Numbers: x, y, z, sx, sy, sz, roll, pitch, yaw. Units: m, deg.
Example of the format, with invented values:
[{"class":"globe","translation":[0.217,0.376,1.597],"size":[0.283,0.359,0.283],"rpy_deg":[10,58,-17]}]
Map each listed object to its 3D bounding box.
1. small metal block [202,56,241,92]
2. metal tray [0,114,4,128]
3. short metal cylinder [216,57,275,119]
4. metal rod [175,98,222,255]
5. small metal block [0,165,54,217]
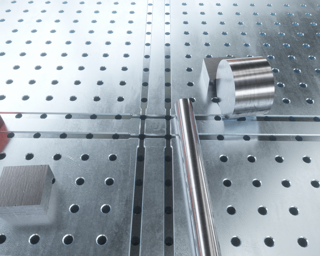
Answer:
[{"class":"small metal block","translation":[0.095,-0.084,0.480],"size":[0.050,0.025,0.050],"rpy_deg":[-4,50,-4]},{"class":"metal tray","translation":[-0.287,0.002,0.398],"size":[0.131,0.030,0.090],"rpy_deg":[10,51,7]},{"class":"short metal cylinder","translation":[0.112,-0.055,0.419],"size":[0.050,0.080,0.080],"rpy_deg":[-6,51,-5]},{"class":"metal rod","translation":[0.044,0.082,0.339],"size":[0.025,0.025,0.300],"rpy_deg":[-3,50,-3]},{"class":"small metal block","translation":[-0.151,0.070,0.347],"size":[0.050,0.025,0.050],"rpy_deg":[-2,50,-3]}]
